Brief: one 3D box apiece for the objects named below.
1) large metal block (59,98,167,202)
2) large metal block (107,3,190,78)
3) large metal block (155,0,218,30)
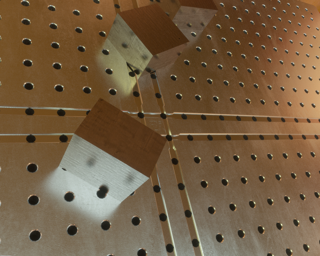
[{"bbox_3d":[-0.052,0.027,0.330,0.080,0.080,0.050,32,51,-8],"label":"large metal block"},{"bbox_3d":[-0.017,-0.133,0.465,0.081,0.050,0.080,-32,80,-38],"label":"large metal block"},{"bbox_3d":[0.045,-0.226,0.556,0.081,0.050,0.080,-8,66,-32],"label":"large metal block"}]
